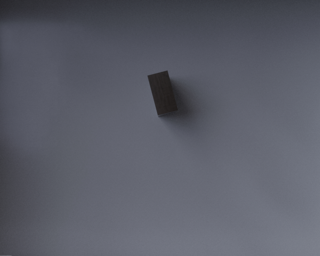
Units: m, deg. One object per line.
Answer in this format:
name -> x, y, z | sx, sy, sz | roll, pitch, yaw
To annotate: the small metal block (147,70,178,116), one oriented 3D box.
small metal block -> 0.003, -0.043, 0.399 | 0.025, 0.050, 0.050 | -15, 90, 0
